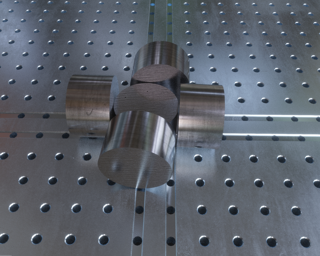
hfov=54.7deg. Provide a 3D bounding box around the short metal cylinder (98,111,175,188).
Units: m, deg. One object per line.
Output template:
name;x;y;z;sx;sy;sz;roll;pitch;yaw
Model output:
short metal cylinder;-0.024;0.026;0.348;0.080;0.080;0.050;5;50;4

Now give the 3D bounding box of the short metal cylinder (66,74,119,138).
short metal cylinder;-0.083;-0.028;0.394;0.050;0.080;0.080;2;50;0

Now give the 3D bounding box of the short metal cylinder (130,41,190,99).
short metal cylinder;0.001;-0.073;0.433;0.080;0.080;0.050;2;50;2

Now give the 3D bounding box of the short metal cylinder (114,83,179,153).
short metal cylinder;-0.017;-0.013;0.403;0.081;0.050;0.080;1;50;-1

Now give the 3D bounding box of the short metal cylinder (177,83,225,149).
short metal cylinder;0.048;-0.015;0.385;0.050;0.080;0.080;3;50;2
